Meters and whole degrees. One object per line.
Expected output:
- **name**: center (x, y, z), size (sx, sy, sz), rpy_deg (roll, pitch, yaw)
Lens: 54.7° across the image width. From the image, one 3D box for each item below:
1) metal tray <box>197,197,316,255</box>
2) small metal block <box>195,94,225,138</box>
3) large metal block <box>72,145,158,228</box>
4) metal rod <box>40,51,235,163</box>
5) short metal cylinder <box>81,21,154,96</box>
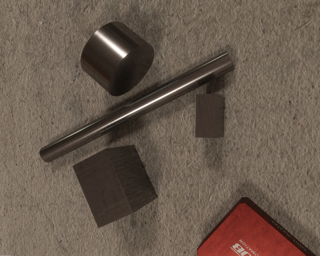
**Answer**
- **metal tray**: center (0.121, 0.158, 0.364), size (0.130, 0.030, 0.090), rpy_deg (41, 102, 15)
- **small metal block**: center (0.061, -0.014, 0.374), size (0.025, 0.050, 0.050), rpy_deg (1, 91, 20)
- **large metal block**: center (-0.054, 0.070, 0.398), size (0.050, 0.080, 0.080), rpy_deg (-28, 81, 18)
- **metal rod**: center (-0.043, -0.021, 0.422), size (0.300, 0.025, 0.025), rpy_deg (-26, 82, 17)
- **short metal cylinder**: center (-0.053, -0.087, 0.398), size (0.050, 0.080, 0.080), rpy_deg (42, 103, 15)
